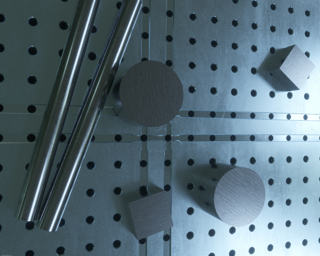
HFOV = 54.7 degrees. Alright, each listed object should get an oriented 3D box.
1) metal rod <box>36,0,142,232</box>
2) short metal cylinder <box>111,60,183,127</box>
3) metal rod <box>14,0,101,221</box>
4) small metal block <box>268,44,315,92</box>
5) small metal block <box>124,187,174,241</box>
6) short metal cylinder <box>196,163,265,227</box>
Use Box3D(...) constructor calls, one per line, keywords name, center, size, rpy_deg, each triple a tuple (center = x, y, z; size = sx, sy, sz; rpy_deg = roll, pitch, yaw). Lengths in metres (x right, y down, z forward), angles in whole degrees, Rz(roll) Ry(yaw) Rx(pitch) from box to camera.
Box3D(name="metal rod", center=(-0.084, -0.023, 0.381), size=(0.025, 0.025, 0.299), rpy_deg=(22, 83, -19))
Box3D(name="short metal cylinder", center=(-0.017, -0.041, 0.393), size=(0.081, 0.050, 0.079), rpy_deg=(0, 90, -20))
Box3D(name="metal rod", center=(-0.117, -0.041, 0.369), size=(0.025, 0.025, 0.299), rpy_deg=(17, 84, -19))
Box3D(name="small metal block", center=(0.209, -0.094, 0.489), size=(0.050, 0.025, 0.050), rpy_deg=(40, 77, -16))
Box3D(name="small metal block", center=(-0.015, 0.111, 0.407), size=(0.050, 0.025, 0.050), rpy_deg=(-16, 96, -19))
Box3D(name="short metal cylinder", center=(0.099, 0.092, 0.436), size=(0.081, 0.050, 0.079), rpy_deg=(0, 90, -20))
